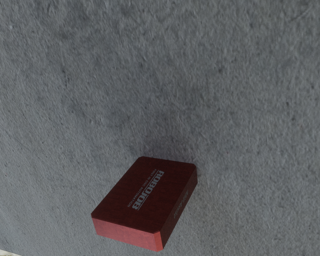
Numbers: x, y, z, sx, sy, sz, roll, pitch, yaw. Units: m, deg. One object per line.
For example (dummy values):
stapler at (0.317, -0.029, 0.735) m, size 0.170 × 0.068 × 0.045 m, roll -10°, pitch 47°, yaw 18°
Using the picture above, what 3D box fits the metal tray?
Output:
metal tray at (-0.014, 0.089, 0.400) m, size 0.090 × 0.131 × 0.030 m, roll 6°, pitch 121°, yaw 25°
